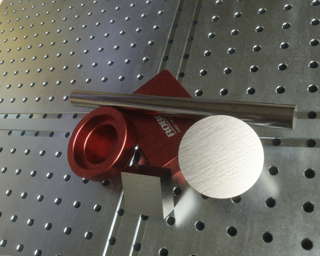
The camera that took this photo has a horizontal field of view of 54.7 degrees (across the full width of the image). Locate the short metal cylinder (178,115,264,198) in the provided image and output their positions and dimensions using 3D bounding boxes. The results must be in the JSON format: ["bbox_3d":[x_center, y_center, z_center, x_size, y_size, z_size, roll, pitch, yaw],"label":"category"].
[{"bbox_3d":[0.062,0.030,0.320,0.080,0.050,0.080,-2,81,11],"label":"short metal cylinder"}]

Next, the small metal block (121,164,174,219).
[{"bbox_3d":[-0.014,0.071,0.353,0.050,0.025,0.050,3,106,28],"label":"small metal block"}]

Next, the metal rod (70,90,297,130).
[{"bbox_3d":[0.005,-0.027,0.381,0.300,0.025,0.025,7,65,31],"label":"metal rod"}]

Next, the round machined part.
[{"bbox_3d":[-0.072,0.024,0.412,0.098,0.042,0.098,-14,61,27],"label":"round machined part"}]

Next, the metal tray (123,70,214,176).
[{"bbox_3d":[0.007,-0.010,0.407,0.090,0.030,0.130,-37,51,3],"label":"metal tray"}]
